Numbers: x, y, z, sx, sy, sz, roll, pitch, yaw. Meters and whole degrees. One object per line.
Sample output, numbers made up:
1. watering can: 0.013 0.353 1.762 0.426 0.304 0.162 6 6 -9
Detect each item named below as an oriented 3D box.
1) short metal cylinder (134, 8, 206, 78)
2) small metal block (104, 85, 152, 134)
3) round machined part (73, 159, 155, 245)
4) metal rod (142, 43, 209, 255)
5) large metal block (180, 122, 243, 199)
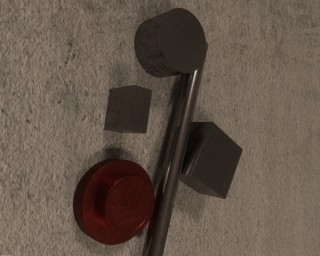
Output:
1. short metal cylinder: 0.014 -0.108 0.402 0.081 0.050 0.079 0 90 -40
2. small metal block: -0.038 -0.020 0.359 0.025 0.050 0.050 13 82 -40
3. round machined part: -0.045 0.086 0.358 0.099 0.042 0.097 0 90 -40
4. metal rod: 0.025 0.016 0.414 0.025 0.025 0.299 27 69 -37
5. large metal block: 0.066 0.046 0.446 0.080 0.050 0.080 38 67 -34
